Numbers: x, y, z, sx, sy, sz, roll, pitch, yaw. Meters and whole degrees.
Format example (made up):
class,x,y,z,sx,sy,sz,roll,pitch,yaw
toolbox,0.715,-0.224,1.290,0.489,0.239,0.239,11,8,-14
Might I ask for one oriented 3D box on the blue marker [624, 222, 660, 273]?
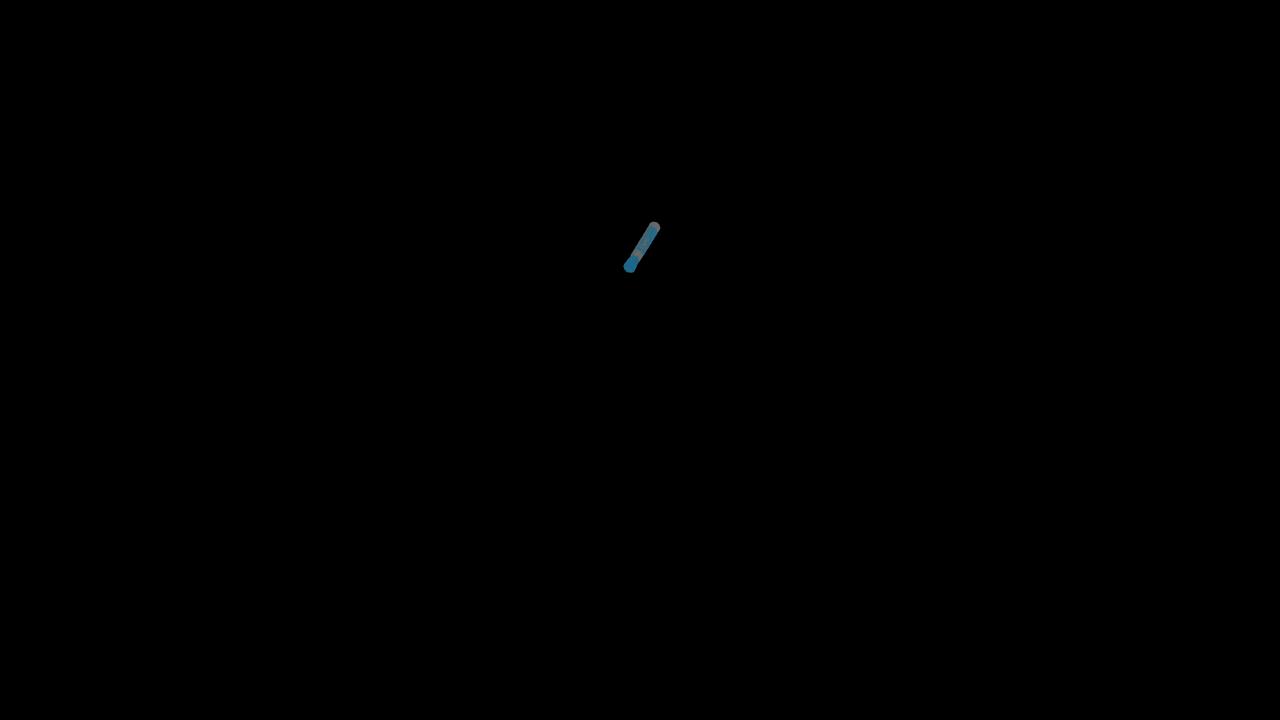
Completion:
class,x,y,z,sx,sy,sz,roll,pitch,yaw
blue marker,0.003,-0.176,0.959,0.020,0.020,0.121,0,43,29
